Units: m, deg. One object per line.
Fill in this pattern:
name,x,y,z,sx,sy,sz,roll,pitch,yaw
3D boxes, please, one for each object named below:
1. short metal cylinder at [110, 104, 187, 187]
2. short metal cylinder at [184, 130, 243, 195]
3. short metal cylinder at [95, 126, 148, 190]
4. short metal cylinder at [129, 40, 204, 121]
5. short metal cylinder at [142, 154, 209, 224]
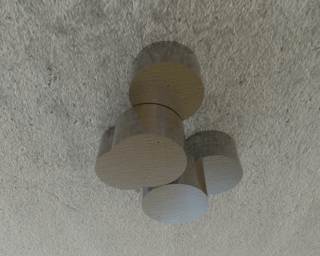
short metal cylinder,-0.012,0.020,0.342,0.080,0.050,0.079,0,130,0
short metal cylinder,0.071,0.049,0.434,0.081,0.050,0.079,0,130,0
short metal cylinder,-0.045,0.040,0.426,0.081,0.050,0.079,0,130,0
short metal cylinder,0.007,-0.051,0.349,0.081,0.050,0.079,0,130,0
short metal cylinder,0.018,0.077,0.391,0.081,0.050,0.079,-1,130,0
